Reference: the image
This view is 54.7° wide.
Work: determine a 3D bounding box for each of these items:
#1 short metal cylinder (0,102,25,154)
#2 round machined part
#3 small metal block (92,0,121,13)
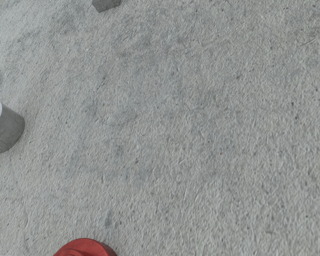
[{"bbox_3d":[-0.286,-0.002,0.539,0.080,0.050,0.080,-13,56,21],"label":"short metal cylinder"},{"bbox_3d":[-0.093,0.171,0.337,0.098,0.042,0.098,-13,56,21],"label":"round machined part"},{"bbox_3d":[-0.105,-0.265,0.621,0.050,0.025,0.050,-9,58,23],"label":"small metal block"}]
